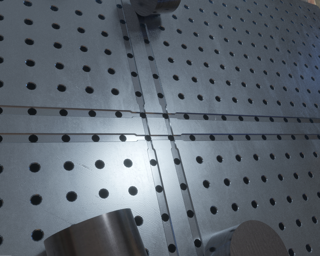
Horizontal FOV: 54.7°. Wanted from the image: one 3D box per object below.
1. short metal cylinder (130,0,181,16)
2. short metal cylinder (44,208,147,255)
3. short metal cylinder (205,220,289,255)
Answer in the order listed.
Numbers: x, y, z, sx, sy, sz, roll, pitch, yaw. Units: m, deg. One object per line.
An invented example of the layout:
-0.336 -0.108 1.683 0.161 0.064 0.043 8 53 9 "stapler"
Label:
-0.009 -0.227 0.506 0.050 0.080 0.080 -22 73 -36 "short metal cylinder"
-0.055 0.111 0.275 0.081 0.080 0.050 -10 67 -33 "short metal cylinder"
0.099 0.151 0.353 0.081 0.050 0.080 14 56 -21 "short metal cylinder"
